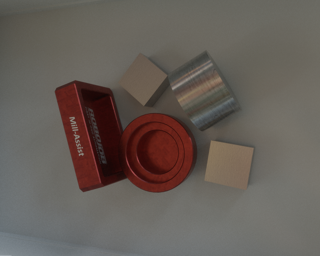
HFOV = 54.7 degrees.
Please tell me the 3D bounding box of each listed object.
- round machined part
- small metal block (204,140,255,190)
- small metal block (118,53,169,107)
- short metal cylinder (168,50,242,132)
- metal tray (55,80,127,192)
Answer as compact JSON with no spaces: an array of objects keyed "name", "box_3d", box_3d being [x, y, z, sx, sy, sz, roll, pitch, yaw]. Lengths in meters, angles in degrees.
[{"name":"round machined part","box_3d":[0.000,0.030,0.397,0.098,0.042,0.097,0,90,19]},{"name":"small metal block","box_3d":[0.085,0.044,0.378,0.050,0.025,0.050,10,93,20]},{"name":"small metal block","box_3d":[-0.019,-0.063,0.414,0.050,0.025,0.050,42,104,16]},{"name":"short metal cylinder","box_3d":[0.053,-0.043,0.361,0.050,0.080,0.080,-31,80,17]},{"name":"metal tray","box_3d":[-0.081,0.009,0.401,0.030,0.090,0.129,-18,84,19]}]
